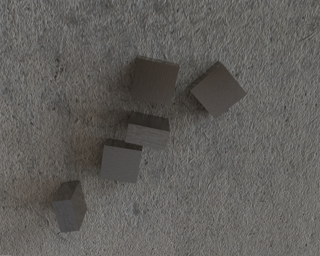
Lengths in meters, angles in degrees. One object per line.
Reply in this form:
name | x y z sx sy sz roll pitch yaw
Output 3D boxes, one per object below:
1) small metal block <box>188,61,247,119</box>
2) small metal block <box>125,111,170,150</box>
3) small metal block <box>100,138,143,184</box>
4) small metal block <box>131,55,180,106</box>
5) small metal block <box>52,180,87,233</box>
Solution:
small metal block | 0.072 -0.048 0.393 0.050 0.025 0.050 -40 106 13
small metal block | -0.015 0.002 0.397 0.050 0.050 0.025 12 110 -5
small metal block | -0.053 0.045 0.426 0.050 0.025 0.050 9 110 -4
small metal block | -0.006 -0.059 0.388 0.050 0.025 0.050 11 110 -5
small metal block | -0.126 0.109 0.435 0.025 0.050 0.050 -7 110 3
